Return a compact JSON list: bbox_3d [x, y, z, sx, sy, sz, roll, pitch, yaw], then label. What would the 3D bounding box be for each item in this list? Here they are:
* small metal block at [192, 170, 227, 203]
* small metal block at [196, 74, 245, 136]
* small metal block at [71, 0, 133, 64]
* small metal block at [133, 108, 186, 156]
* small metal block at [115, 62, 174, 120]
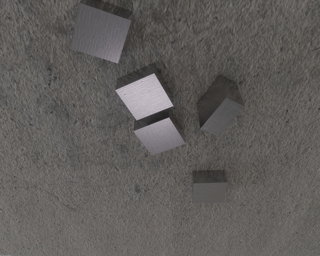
[{"bbox_3d":[0.076,0.093,0.487,0.050,0.025,0.050,-2,130,1],"label":"small metal block"},{"bbox_3d":[0.070,-0.027,0.368,0.025,0.050,0.050,23,127,-18],"label":"small metal block"},{"bbox_3d":[-0.060,-0.101,0.320,0.050,0.025,0.050,15,129,-13],"label":"small metal block"},{"bbox_3d":[0.000,0.004,0.411,0.050,0.025,0.050,-21,127,17],"label":"small metal block"},{"bbox_3d":[-0.018,-0.043,0.371,0.050,0.025,0.050,-21,127,17],"label":"small metal block"}]
